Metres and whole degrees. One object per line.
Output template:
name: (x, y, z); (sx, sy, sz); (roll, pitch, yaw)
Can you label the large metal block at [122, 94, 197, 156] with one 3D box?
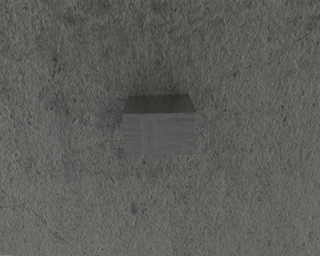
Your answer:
large metal block: (0.000, -0.006, 0.380); (0.081, 0.080, 0.050); (-1, 110, 0)
